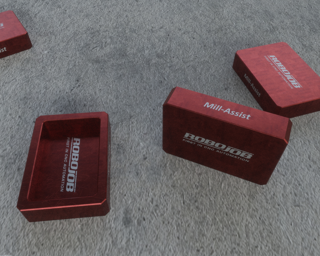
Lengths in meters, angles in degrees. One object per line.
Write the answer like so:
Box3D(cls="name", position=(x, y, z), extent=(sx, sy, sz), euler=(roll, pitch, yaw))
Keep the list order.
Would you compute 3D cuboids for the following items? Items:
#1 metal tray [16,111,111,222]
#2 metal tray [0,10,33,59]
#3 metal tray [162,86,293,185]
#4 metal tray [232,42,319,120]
Box3D(cls="metal tray", position=(-0.106, 0.040, 0.365), extent=(0.091, 0.030, 0.130), euler=(-4, 50, -4))
Box3D(cls="metal tray", position=(-0.297, -0.149, 0.523), extent=(0.131, 0.030, 0.090), euler=(-27, 55, -21))
Box3D(cls="metal tray", position=(0.069, 0.011, 0.352), extent=(0.130, 0.090, 0.030), euler=(18, 53, 14))
Box3D(cls="metal tray", position=(0.178, -0.074, 0.463), extent=(0.091, 0.030, 0.130), euler=(-13, 51, -11))
